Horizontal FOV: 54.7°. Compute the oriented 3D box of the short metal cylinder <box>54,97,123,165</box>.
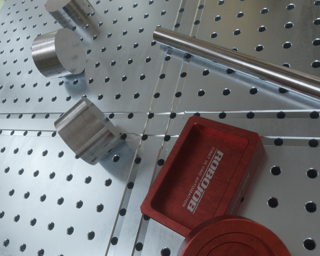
[{"bbox_3d":[-0.095,0.004,0.421,0.050,0.080,0.080,-41,51,1],"label":"short metal cylinder"}]

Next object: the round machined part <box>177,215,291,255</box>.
[{"bbox_3d":[0.061,0.125,0.269,0.099,0.042,0.097,0,83,-2],"label":"round machined part"}]

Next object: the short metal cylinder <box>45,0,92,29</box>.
[{"bbox_3d":[-0.190,-0.254,0.649,0.080,0.050,0.080,-13,56,21],"label":"short metal cylinder"}]

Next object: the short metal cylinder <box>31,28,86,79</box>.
[{"bbox_3d":[-0.176,-0.130,0.545,0.050,0.080,0.080,-8,58,24],"label":"short metal cylinder"}]

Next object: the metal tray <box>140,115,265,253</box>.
[{"bbox_3d":[0.048,0.056,0.345,0.090,0.030,0.130,19,71,35],"label":"metal tray"}]

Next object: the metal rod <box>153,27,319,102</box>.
[{"bbox_3d":[0.099,-0.089,0.410,0.300,0.025,0.025,32,79,38],"label":"metal rod"}]
